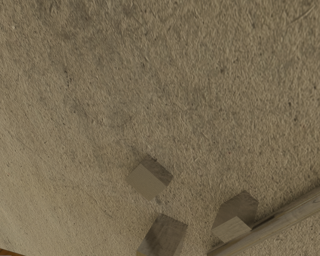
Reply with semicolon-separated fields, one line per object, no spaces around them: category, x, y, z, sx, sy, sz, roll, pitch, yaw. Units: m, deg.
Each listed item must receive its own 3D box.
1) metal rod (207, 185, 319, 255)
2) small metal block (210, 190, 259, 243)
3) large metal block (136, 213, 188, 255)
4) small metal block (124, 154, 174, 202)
metal rod;0.158;0.114;0.394;0.025;0.025;0.298;40;129;0
small metal block;0.099;0.117;0.411;0.025;0.050;0.050;43;129;-1
large metal block;0.001;0.199;0.494;0.050;0.080;0.079;20;126;16
small metal block;-0.017;0.075;0.462;0.050;0.025;0.050;42;129;-1
